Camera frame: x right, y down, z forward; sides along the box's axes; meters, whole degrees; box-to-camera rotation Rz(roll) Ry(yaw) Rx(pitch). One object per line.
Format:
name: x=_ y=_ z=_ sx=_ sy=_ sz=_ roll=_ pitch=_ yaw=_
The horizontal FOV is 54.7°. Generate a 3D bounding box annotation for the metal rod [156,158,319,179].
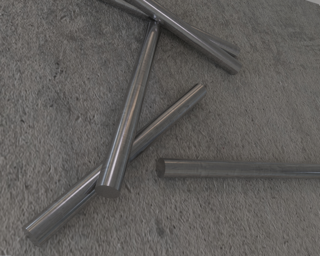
metal rod: x=0.136 y=0.060 z=0.440 sx=0.302 sy=0.025 sz=0.025 roll=5 pitch=60 yaw=-26

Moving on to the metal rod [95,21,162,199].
metal rod: x=-0.030 y=-0.049 z=0.397 sx=0.025 sy=0.025 sz=0.300 roll=23 pitch=47 yaw=-14

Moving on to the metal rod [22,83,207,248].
metal rod: x=-0.028 y=0.021 z=0.375 sx=0.025 sy=0.025 sz=0.302 roll=46 pitch=51 yaw=3

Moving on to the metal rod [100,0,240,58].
metal rod: x=0.001 y=-0.181 z=0.514 sx=0.302 sy=0.025 sz=0.025 roll=19 pitch=54 yaw=-17

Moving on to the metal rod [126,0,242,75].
metal rod: x=0.010 y=-0.173 z=0.490 sx=0.301 sy=0.025 sz=0.025 roll=30 pitch=52 yaw=-19
